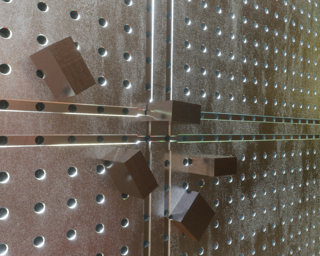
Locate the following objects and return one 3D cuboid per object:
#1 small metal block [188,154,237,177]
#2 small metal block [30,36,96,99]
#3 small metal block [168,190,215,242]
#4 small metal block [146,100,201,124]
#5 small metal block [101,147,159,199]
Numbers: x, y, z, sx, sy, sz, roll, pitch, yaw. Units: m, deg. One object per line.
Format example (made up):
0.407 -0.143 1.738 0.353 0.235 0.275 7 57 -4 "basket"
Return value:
0.077 0.054 0.456 0.050 0.050 0.025 2 89 -40 "small metal block"
-0.098 -0.059 0.310 0.025 0.050 0.050 -39 114 -33 "small metal block"
0.047 0.126 0.448 0.050 0.025 0.050 -52 121 -27 "small metal block"
0.018 -0.019 0.407 0.050 0.050 0.025 6 87 -40 "small metal block"
-0.036 0.052 0.362 0.025 0.050 0.050 -39 114 -33 "small metal block"
